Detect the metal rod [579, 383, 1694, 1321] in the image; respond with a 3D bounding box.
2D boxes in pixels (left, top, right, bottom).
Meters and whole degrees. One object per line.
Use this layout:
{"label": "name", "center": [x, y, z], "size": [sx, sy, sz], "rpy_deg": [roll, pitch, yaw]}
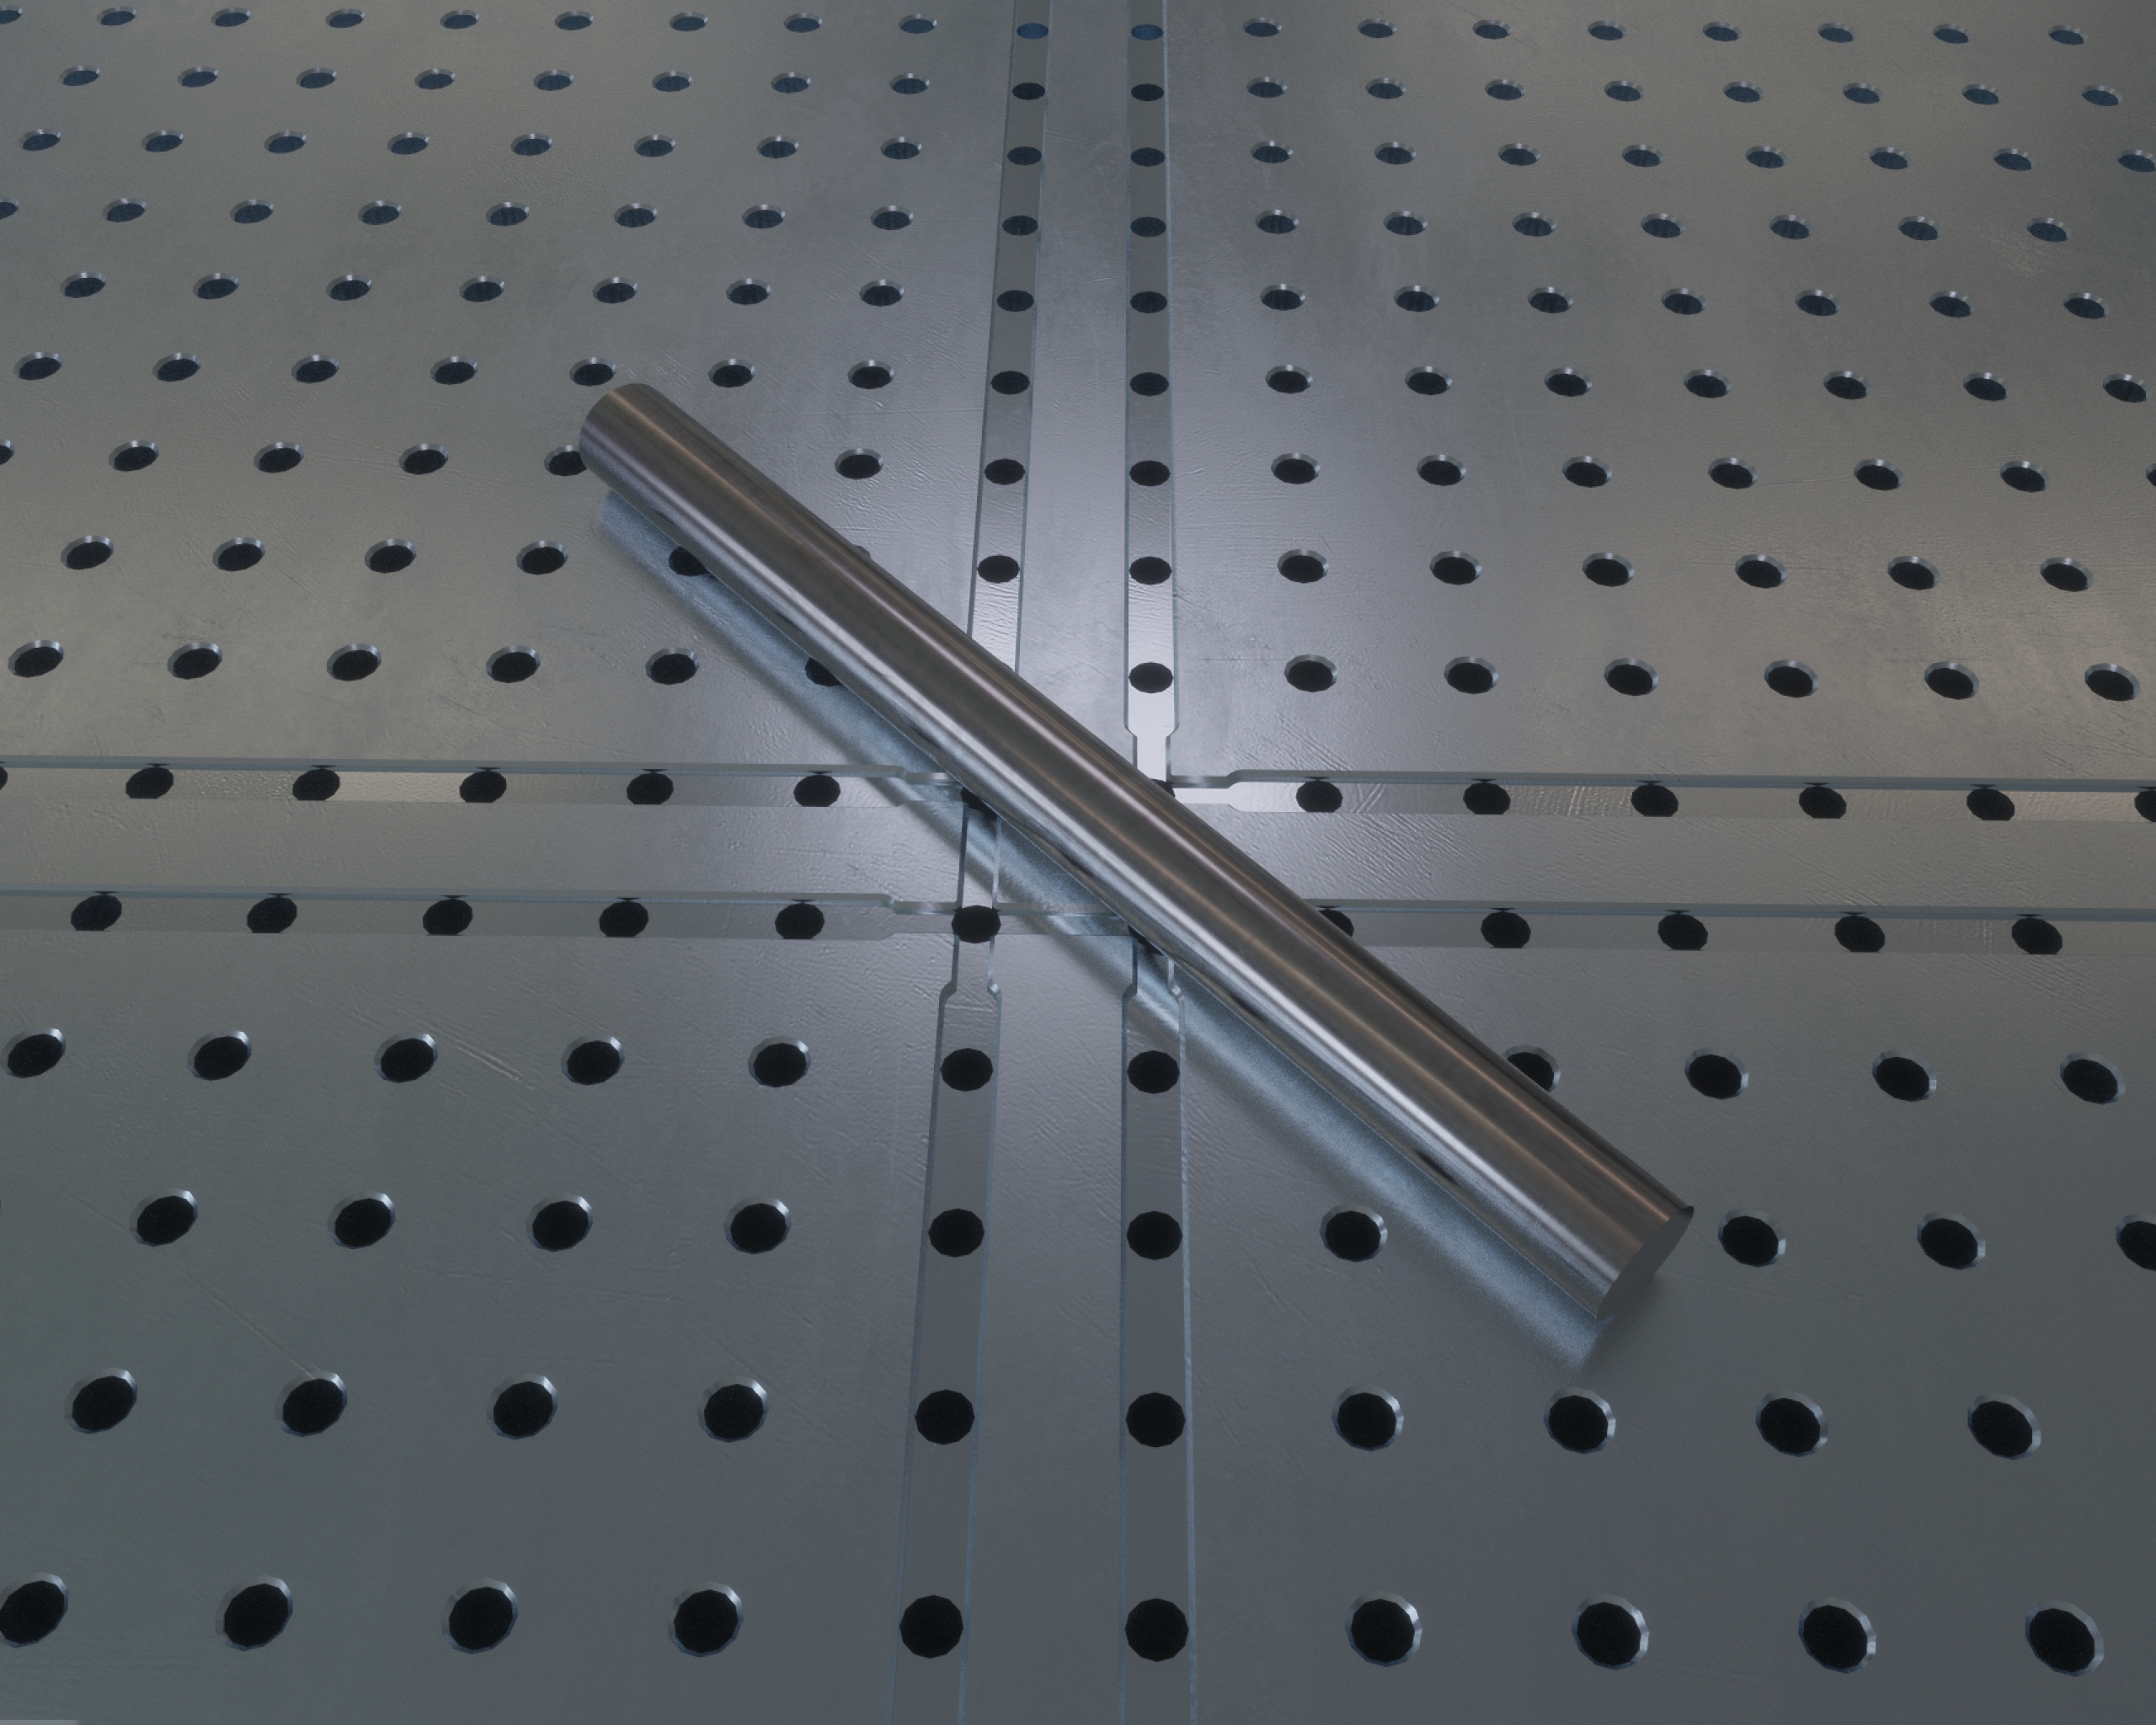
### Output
{"label": "metal rod", "center": [-0.006, -0.017, 0.423], "size": [0.025, 0.025, 0.300], "rpy_deg": [-35, 58, -26]}
